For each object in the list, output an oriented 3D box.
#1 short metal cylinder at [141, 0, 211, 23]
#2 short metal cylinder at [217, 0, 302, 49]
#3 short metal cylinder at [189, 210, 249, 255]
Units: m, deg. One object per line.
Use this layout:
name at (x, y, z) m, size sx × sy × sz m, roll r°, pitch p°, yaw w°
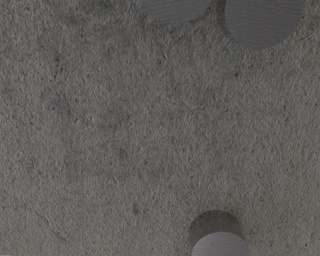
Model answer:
short metal cylinder at (0.017, -0.157, 0.338) m, size 0.081 × 0.050 × 0.079 m, roll 0°, pitch 110°, yaw 0°
short metal cylinder at (0.108, -0.132, 0.348) m, size 0.081 × 0.050 × 0.079 m, roll 0°, pitch 110°, yaw 0°
short metal cylinder at (0.085, 0.170, 0.460) m, size 0.081 × 0.050 × 0.079 m, roll 0°, pitch 110°, yaw 0°
